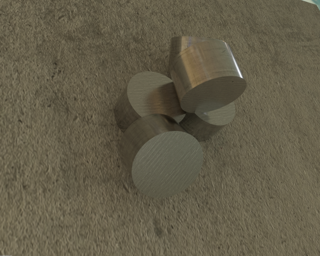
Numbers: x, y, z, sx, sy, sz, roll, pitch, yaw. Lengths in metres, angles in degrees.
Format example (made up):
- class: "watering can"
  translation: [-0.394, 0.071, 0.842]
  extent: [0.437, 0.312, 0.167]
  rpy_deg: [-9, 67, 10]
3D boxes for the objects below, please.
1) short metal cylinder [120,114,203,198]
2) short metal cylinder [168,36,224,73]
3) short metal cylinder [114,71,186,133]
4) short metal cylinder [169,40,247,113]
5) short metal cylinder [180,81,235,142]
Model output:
- class: "short metal cylinder"
  translation: [0.001, 0.030, 0.345]
  extent: [0.081, 0.079, 0.050]
  rpy_deg: [7, 20, -25]
- class: "short metal cylinder"
  translation: [0.054, -0.102, 0.454]
  extent: [0.081, 0.080, 0.050]
  rpy_deg: [1, 100, -28]
- class: "short metal cylinder"
  translation: [-0.013, -0.026, 0.399]
  extent: [0.081, 0.050, 0.080]
  rpy_deg: [14, 56, -21]
- class: "short metal cylinder"
  translation: [0.057, -0.059, 0.374]
  extent: [0.081, 0.080, 0.050]
  rpy_deg: [-2, 63, -29]
- class: "short metal cylinder"
  translation: [0.058, -0.027, 0.438]
  extent: [0.081, 0.050, 0.080]
  rpy_deg: [14, 56, -21]
